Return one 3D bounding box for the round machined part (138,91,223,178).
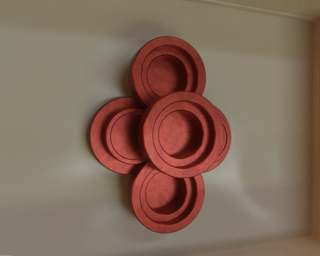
[{"bbox_3d":[0.021,0.007,0.363,0.099,0.042,0.097,0,90,-21],"label":"round machined part"}]

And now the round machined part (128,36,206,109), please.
[{"bbox_3d":[0.006,-0.065,0.402,0.099,0.042,0.097,0,90,-21],"label":"round machined part"}]

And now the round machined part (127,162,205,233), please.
[{"bbox_3d":[0.005,0.082,0.402,0.099,0.042,0.097,0,90,-21],"label":"round machined part"}]

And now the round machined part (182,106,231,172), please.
[{"bbox_3d":[0.056,0.013,0.421,0.099,0.042,0.097,0,90,-21],"label":"round machined part"}]

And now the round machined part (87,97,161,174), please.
[{"bbox_3d":[-0.038,0.010,0.386,0.099,0.042,0.097,0,90,-21],"label":"round machined part"}]
